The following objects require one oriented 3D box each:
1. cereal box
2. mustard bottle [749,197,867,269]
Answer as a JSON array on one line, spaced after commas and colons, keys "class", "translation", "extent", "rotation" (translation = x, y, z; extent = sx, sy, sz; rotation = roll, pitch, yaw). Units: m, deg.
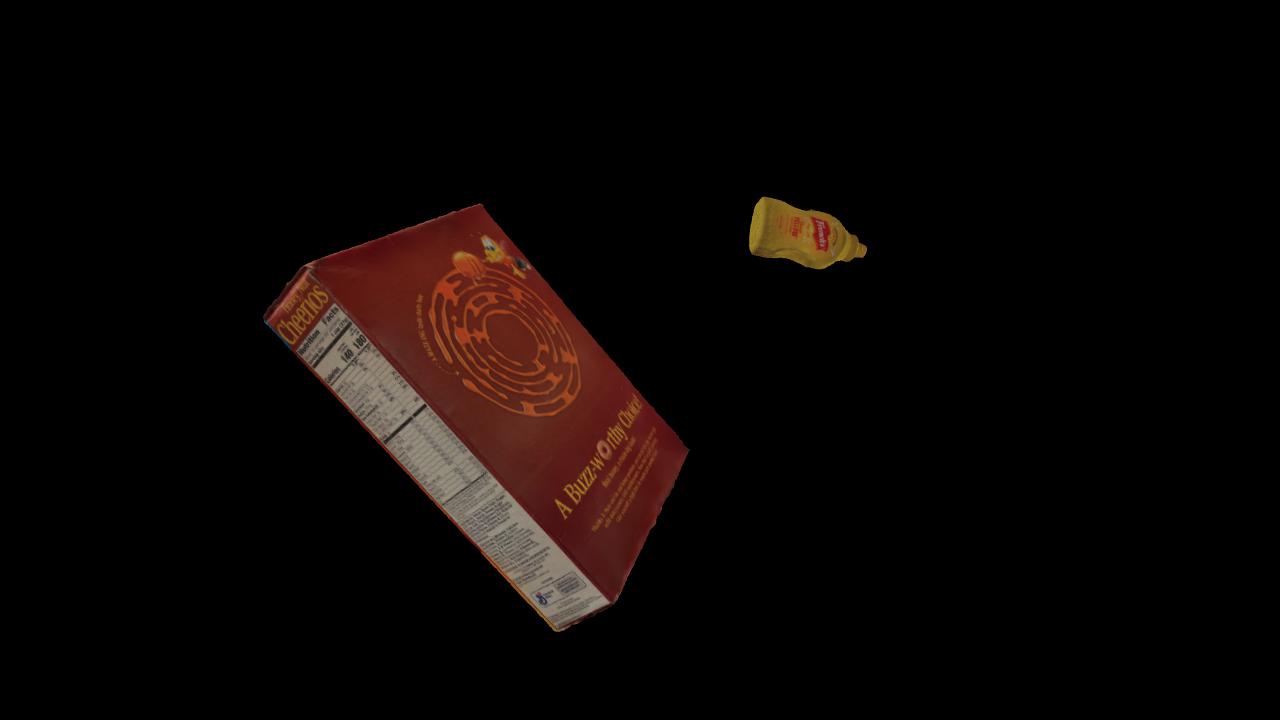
[{"class": "cereal box", "translation": [-0.104, 0.029, 0.499], "extent": [0.081, 0.306, 0.203], "rotation": [-37, 8, 30]}, {"class": "mustard bottle", "translation": [0.262, -0.186, 0.941], "extent": [0.184, 0.092, 0.054], "rotation": [12, -20, -10]}]
